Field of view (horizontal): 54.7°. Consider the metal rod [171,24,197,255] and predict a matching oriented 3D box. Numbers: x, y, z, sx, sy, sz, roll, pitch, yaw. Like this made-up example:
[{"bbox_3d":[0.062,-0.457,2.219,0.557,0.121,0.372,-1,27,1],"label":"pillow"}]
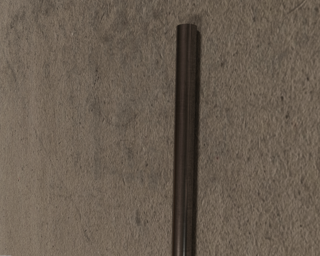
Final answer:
[{"bbox_3d":[0.029,0.026,0.378,0.025,0.025,0.298,2,91,39],"label":"metal rod"}]
